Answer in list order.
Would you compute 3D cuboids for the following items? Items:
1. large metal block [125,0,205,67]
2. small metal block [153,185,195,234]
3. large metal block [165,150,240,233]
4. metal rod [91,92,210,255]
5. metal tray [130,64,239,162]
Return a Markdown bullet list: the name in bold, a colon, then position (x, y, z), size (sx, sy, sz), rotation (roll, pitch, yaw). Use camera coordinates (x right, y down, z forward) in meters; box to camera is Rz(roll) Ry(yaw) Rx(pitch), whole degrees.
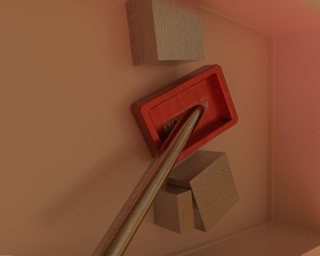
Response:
- **large metal block**: position (0.008, -0.124, 0.399), size (0.081, 0.050, 0.079), rotation (-12, 98, -40)
- **small metal block**: position (0.016, 0.105, 0.407), size (0.025, 0.050, 0.050), rotation (-10, 97, -40)
- **large metal block**: position (0.062, 0.087, 0.445), size (0.081, 0.050, 0.080), rotation (-31, 110, -36)
- **metal rod**: position (0.012, 0.030, 0.376), size (0.025, 0.025, 0.301), rotation (58, 44, -25)
- **metal tray**: position (0.037, -0.019, 0.415), size (0.131, 0.030, 0.090), rotation (-31, 110, -20)
